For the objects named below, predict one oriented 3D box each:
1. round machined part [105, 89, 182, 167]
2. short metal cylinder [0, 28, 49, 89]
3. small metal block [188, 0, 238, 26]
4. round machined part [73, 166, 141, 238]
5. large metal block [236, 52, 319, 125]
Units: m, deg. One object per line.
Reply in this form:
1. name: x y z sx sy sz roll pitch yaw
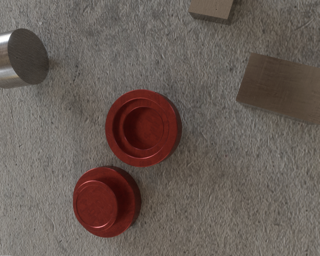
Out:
1. round machined part: -0.018 0.000 0.405 0.098 0.042 0.097 0 90 19
2. short metal cylinder: -0.210 -0.100 0.452 0.050 0.080 0.080 -5 88 19
3. small metal block: 0.069 -0.160 0.384 0.050 0.025 0.050 18 96 18
4. round machined part: -0.079 0.103 0.427 0.098 0.042 0.097 0 90 19
5. large metal block: 0.133 -0.039 0.333 0.080 0.080 0.050 19 96 18
